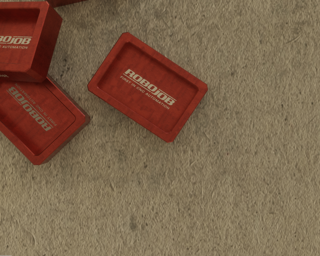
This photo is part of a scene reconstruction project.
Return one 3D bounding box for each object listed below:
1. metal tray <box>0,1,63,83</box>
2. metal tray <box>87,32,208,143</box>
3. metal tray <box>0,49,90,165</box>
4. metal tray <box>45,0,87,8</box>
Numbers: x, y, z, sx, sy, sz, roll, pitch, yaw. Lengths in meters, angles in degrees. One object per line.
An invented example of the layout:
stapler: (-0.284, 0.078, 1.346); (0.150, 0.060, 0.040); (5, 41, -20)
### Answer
metal tray: (-0.192, -0.106, 0.377); (0.130, 0.030, 0.090); (6, 76, 17)
metal tray: (-0.016, -0.052, 0.407); (0.130, 0.030, 0.090); (34, 90, 0)
metal tray: (-0.169, -0.027, 0.405); (0.090, 0.030, 0.130); (-44, 90, 0)
metal tray: (-0.096, -0.220, 0.406); (0.131, 0.030, 0.089); (-13, 90, 0)
